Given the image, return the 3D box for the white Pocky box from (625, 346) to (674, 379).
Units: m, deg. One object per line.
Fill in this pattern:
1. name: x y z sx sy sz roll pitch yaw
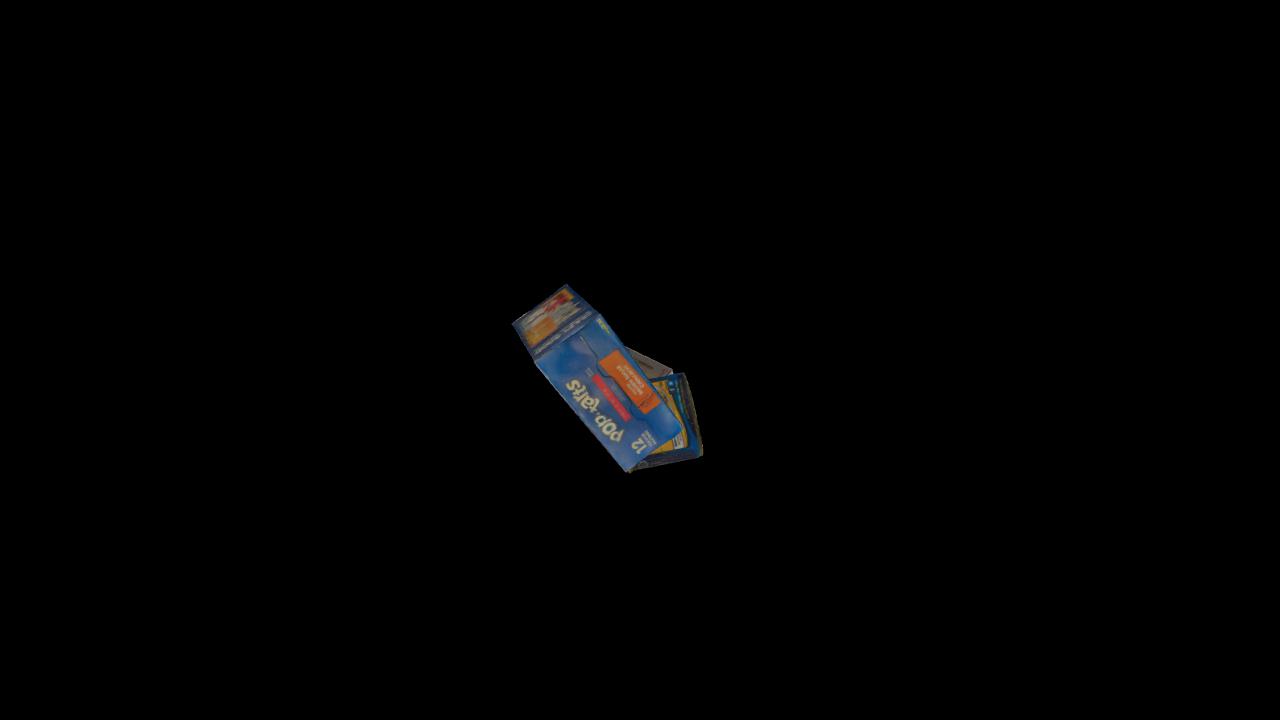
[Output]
1. white Pocky box: -0.019 0.013 0.760 0.154 0.028 0.084 27 -24 32

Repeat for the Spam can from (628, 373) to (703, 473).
1. Spam can: 0.019 0.069 0.694 0.085 0.101 0.058 -11 -11 -5

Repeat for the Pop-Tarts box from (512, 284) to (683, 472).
1. Pop-Tarts box: -0.049 0.016 0.679 0.083 0.167 0.141 -38 27 -4
